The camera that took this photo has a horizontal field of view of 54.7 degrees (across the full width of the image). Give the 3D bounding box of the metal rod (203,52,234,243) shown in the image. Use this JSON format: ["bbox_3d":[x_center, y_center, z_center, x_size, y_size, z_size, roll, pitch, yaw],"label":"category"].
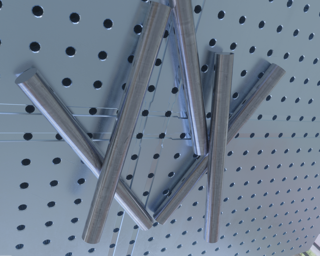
[{"bbox_3d":[0.084,0.042,0.454,0.025,0.025,0.298,-10,114,-24],"label":"metal rod"}]

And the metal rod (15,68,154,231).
[{"bbox_3d":[-0.077,0.050,0.401,0.025,0.025,0.299,-34,129,-7],"label":"metal rod"}]

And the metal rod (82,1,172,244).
[{"bbox_3d":[-0.044,0.006,0.368,0.025,0.025,0.298,9,107,-33],"label":"metal rod"}]

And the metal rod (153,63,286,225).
[{"bbox_3d":[0.087,0.030,0.479,0.025,0.025,0.299,29,102,-38],"label":"metal rod"}]

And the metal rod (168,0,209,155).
[{"bbox_3d":[0.035,-0.084,0.379,0.025,0.025,0.298,-24,128,-14],"label":"metal rod"}]
